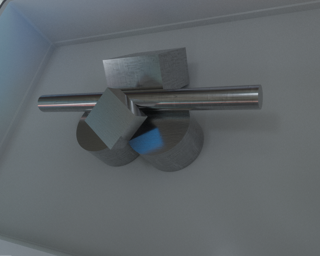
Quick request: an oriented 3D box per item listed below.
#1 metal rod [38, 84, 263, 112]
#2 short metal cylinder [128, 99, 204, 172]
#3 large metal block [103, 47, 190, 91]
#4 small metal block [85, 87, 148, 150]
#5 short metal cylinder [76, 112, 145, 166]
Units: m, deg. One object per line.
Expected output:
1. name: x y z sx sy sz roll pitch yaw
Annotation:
1. metal rod: -0.033 -0.033 0.376 0.300 0.025 0.025 1 62 28
2. short metal cylinder: 0.007 0.007 0.379 0.080 0.050 0.080 -13 56 20
3. large metal block: -0.015 -0.074 0.414 0.080 0.050 0.080 1 19 28
4. small metal block: -0.051 -0.011 0.358 0.050 0.025 0.050 45 109 20
5. short metal cylinder: -0.064 0.005 0.417 0.080 0.050 0.080 -13 56 20
